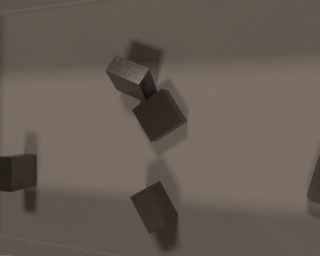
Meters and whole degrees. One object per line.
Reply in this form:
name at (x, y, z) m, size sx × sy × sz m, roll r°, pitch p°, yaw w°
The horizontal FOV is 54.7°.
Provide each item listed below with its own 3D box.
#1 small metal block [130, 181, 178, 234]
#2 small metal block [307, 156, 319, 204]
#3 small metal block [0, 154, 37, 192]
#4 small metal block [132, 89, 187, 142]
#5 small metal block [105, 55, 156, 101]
small metal block at (-0.006, 0.100, 0.399) m, size 0.025 × 0.050 × 0.050 m, roll -32°, pitch 80°, yaw 17°
small metal block at (0.197, 0.062, 0.341) m, size 0.050 × 0.025 × 0.050 m, roll 16°, pitch 95°, yaw 19°
small metal block at (-0.216, 0.067, 0.471) m, size 0.025 × 0.050 × 0.050 m, roll 0°, pitch 90°, yaw 20°
small metal block at (0.000, -0.016, 0.410) m, size 0.050 × 0.025 × 0.050 m, roll -34°, pitch 80°, yaw 16°
small metal block at (-0.037, -0.063, 0.406) m, size 0.050 × 0.050 × 0.025 m, roll 25°, pitch 74°, yaw 18°
